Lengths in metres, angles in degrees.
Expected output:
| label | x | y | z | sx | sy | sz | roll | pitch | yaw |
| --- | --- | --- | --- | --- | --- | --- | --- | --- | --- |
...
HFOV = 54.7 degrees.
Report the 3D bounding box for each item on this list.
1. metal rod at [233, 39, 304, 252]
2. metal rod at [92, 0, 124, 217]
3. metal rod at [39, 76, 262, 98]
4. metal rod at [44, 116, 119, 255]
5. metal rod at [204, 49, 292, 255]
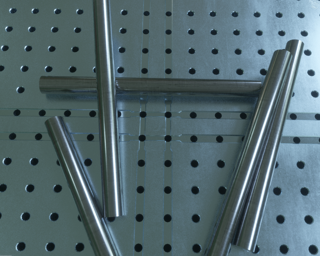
| label | x | y | z | sx | sy | sz | roll | pitch | yaw |
| --- | --- | --- | --- | --- | --- | --- | --- | --- | --- |
| metal rod | 0.149 | 0.009 | 0.410 | 0.025 | 0.025 | 0.300 | 19 | 71 | 6 |
| metal rod | -0.069 | -0.040 | 0.401 | 0.025 | 0.025 | 0.298 | -5 | 79 | -2 |
| metal rod | -0.013 | -0.058 | 0.432 | 0.302 | 0.025 | 0.025 | 1 | 70 | 0 |
| metal rod | -0.076 | 0.118 | 0.367 | 0.025 | 0.025 | 0.299 | -24 | 72 | -9 |
| metal rod | 0.113 | 0.033 | 0.389 | 0.025 | 0.025 | 0.299 | 21 | 75 | 7 |
